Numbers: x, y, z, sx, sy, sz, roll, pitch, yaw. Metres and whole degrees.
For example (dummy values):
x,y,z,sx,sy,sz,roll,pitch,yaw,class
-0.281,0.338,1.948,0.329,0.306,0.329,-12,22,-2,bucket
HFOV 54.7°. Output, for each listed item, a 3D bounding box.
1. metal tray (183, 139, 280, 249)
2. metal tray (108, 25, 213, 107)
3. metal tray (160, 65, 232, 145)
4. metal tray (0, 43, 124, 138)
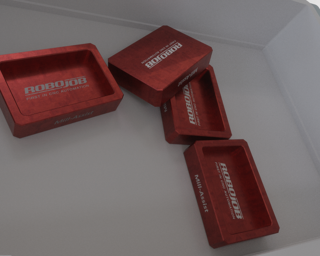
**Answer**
x,y,z,sx,sy,sz,roll,pitch,yaw,class
0.091,0.079,0.402,0.091,0.030,0.130,0,62,-28,metal tray
0.002,-0.092,0.435,0.090,0.030,0.131,33,52,20,metal tray
0.045,-0.039,0.450,0.091,0.030,0.130,5,60,-26,metal tray
-0.120,-0.050,0.367,0.131,0.030,0.090,-20,73,-36,metal tray
